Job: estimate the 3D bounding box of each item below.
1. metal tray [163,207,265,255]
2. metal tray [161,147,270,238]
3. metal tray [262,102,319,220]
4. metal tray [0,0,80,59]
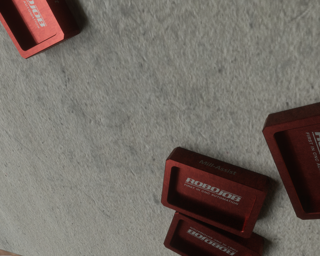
[{"bbox_3d":[0.077,0.173,0.468,0.130,0.030,0.089,24,127,13],"label":"metal tray"},{"bbox_3d":[0.070,0.087,0.419,0.130,0.030,0.089,18,125,17],"label":"metal tray"},{"bbox_3d":[0.177,0.038,0.333,0.090,0.030,0.129,-15,111,34],"label":"metal tray"},{"bbox_3d":[-0.170,-0.163,0.389,0.090,0.030,0.129,-13,112,33],"label":"metal tray"}]
